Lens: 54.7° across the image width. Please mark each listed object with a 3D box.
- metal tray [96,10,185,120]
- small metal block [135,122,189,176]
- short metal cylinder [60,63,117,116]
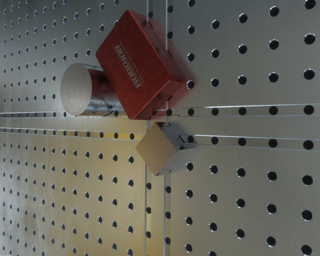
[{"bbox_3d":[-0.033,-0.087,0.433,0.090,0.030,0.130,-44,64,31],"label":"metal tray"},{"bbox_3d":[0.002,0.027,0.408,0.050,0.025,0.050,52,120,27],"label":"small metal block"},{"bbox_3d":[-0.112,-0.058,0.485,0.080,0.050,0.079,0,90,40],"label":"short metal cylinder"}]
